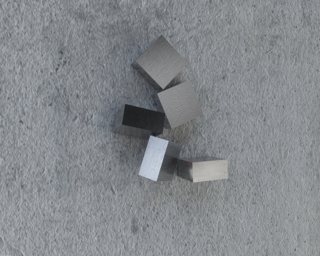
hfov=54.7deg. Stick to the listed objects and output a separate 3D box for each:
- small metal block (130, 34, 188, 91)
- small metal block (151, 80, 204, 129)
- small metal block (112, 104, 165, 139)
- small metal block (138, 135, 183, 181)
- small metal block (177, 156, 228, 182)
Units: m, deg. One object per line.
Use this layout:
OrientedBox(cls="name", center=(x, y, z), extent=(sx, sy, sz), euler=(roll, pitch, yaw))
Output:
OrientedBox(cls="small metal block", center=(-0.001, -0.085, 0.408), extent=(0.050, 0.025, 0.050), euler=(45, 76, -15))
OrientedBox(cls="small metal block", center=(0.023, -0.031, 0.417), extent=(0.050, 0.025, 0.050), euler=(-25, 99, -18))
OrientedBox(cls="small metal block", center=(-0.028, -0.006, 0.383), extent=(0.050, 0.050, 0.025), euler=(12, 74, -20))
OrientedBox(cls="small metal block", center=(0.002, 0.039, 0.393), extent=(0.025, 0.050, 0.050), euler=(16, 88, 24))
OrientedBox(cls="small metal block", center=(0.056, 0.054, 0.416), extent=(0.050, 0.050, 0.025), euler=(-3, 91, -20))
